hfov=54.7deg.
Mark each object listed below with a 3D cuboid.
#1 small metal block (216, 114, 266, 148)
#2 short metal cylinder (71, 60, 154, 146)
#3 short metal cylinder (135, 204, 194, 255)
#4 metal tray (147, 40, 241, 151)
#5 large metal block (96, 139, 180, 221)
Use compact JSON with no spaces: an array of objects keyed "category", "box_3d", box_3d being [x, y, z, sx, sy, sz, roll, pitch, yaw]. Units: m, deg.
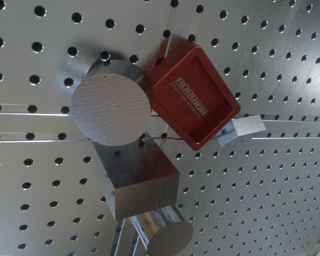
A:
[{"category":"small metal block","box_3d":[0.120,0.005,0.463,0.050,0.025,0.050,-11,162,-23]},{"category":"short metal cylinder","box_3d":[-0.048,-0.028,0.331,0.080,0.050,0.079,1,117,2]},{"category":"short metal cylinder","box_3d":[0.006,0.163,0.500,0.081,0.050,0.079,-14,124,-21]},{"category":"metal tray","box_3d":[0.042,-0.038,0.407,0.090,0.030,0.130,-44,130,2]},{"category":"large metal block","box_3d":[-0.031,0.062,0.397,0.081,0.080,0.050,-10,123,-23]}]
